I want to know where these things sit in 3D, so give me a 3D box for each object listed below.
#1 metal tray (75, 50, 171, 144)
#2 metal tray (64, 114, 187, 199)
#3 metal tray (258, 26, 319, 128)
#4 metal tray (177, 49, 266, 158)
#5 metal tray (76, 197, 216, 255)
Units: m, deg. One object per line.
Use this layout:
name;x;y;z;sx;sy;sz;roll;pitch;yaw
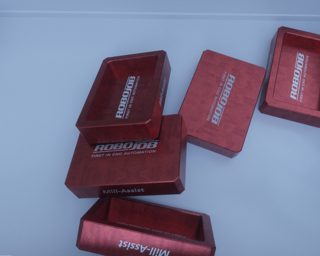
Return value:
metal tray;-0.040;-0.042;0.385;0.090;0.030;0.130;-4;48;16
metal tray;-0.036;0.033;0.362;0.130;0.030;0.090;-6;51;14
metal tray;0.197;-0.074;0.434;0.090;0.030;0.130;15;71;5
metal tray;0.081;-0.035;0.420;0.090;0.030;0.130;20;71;7
metal tray;-0.011;0.109;0.332;0.131;0.090;0.030;11;95;4
